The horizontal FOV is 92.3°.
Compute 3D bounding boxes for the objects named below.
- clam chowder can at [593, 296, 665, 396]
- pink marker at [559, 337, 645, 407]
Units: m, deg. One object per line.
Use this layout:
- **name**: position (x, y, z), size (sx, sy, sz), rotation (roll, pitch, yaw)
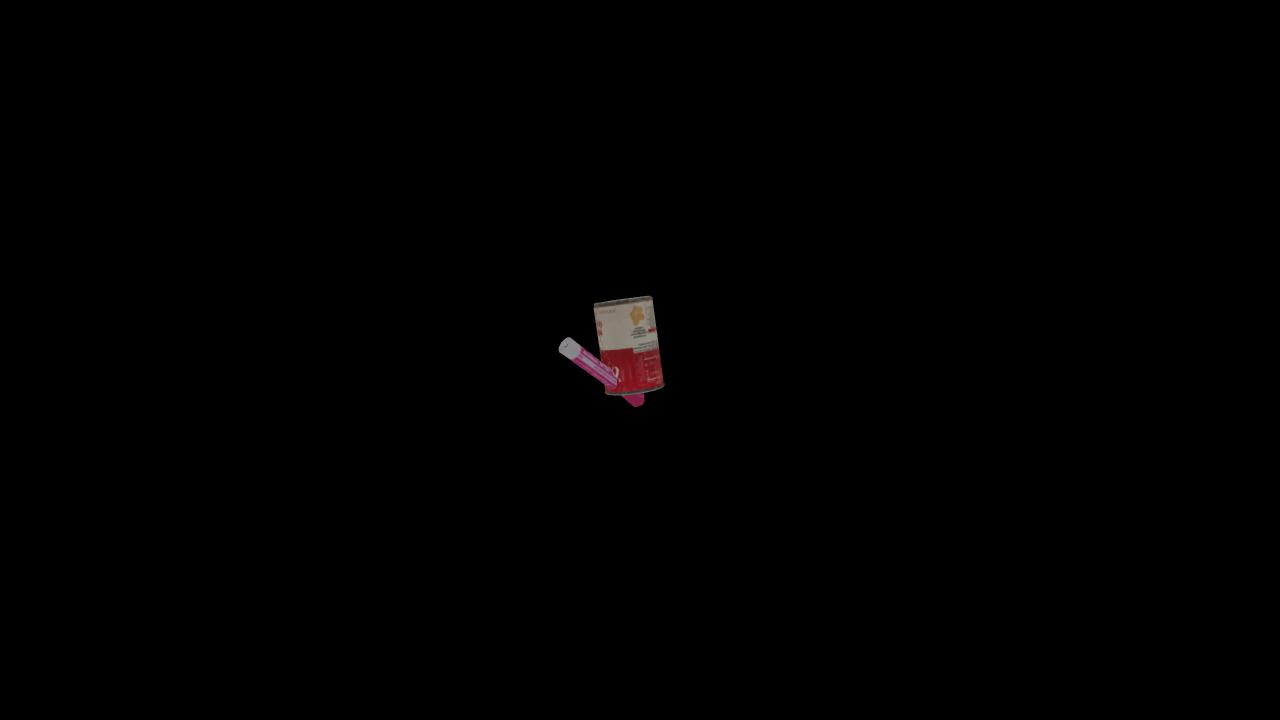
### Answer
- **clam chowder can**: position (-0.012, -0.017, 0.681), size (0.068, 0.102, 0.068), rotation (-7, 6, 1)
- **pink marker**: position (-0.037, 0.016, 0.658), size (0.121, 0.020, 0.020), rotation (39, -23, -33)
